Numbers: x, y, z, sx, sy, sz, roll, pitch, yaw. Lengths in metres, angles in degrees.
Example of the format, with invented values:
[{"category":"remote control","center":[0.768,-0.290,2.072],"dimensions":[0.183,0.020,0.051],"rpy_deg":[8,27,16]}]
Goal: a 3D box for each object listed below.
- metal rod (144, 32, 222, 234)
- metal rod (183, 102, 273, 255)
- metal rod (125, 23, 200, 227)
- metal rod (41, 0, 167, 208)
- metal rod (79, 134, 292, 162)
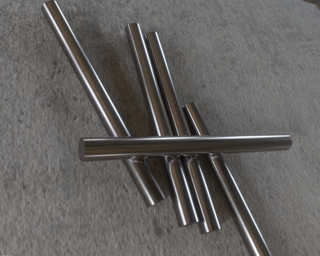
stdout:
[{"category":"metal rod","center":[0.023,-0.010,0.423],"dimensions":[0.025,0.025,0.299],"rpy_deg":[-2,63,-29]},{"category":"metal rod","center":[0.098,0.099,0.398],"dimensions":[0.025,0.025,0.299],"rpy_deg":[-11,67,-33]},{"category":"metal rod","center":[-0.004,-0.021,0.415],"dimensions":[0.025,0.025,0.299],"rpy_deg":[-2,63,-29]},{"category":"metal rod","center":[-0.077,-0.040,0.387],"dimensions":[0.025,0.025,0.299],"rpy_deg":[-20,73,-36]},{"category":"metal rod","center":[0.053,0.022,0.387],"dimensions":[0.303,0.025,0.025],"rpy_deg":[0,62,-29]}]
